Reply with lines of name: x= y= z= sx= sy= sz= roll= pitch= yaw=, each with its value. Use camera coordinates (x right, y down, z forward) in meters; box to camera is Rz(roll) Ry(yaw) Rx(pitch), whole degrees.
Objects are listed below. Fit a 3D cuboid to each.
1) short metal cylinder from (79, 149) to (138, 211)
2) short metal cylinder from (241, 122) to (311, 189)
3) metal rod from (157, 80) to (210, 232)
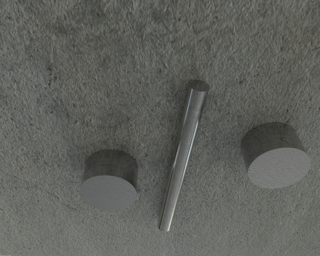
short metal cylinder: x=-0.073 y=0.077 z=0.456 sx=0.081 sy=0.050 sz=0.079 roll=0 pitch=130 yaw=0
short metal cylinder: x=0.156 y=0.038 z=0.425 sx=0.081 sy=0.050 sz=0.079 roll=0 pitch=130 yaw=0
metal rod: x=0.027 y=0.063 z=0.460 sx=0.025 sy=0.025 sz=0.298 roll=6 pitch=130 yaw=-5
